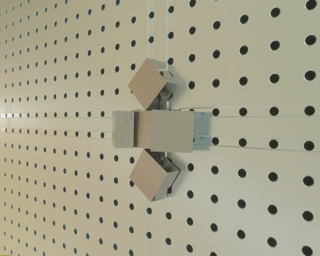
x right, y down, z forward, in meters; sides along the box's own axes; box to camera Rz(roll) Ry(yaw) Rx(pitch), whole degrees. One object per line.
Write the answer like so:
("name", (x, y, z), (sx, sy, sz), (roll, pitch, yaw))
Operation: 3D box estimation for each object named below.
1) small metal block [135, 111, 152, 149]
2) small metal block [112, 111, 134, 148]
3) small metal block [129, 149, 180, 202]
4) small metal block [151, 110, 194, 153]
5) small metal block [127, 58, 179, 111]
("small metal block", (-0.010, 0.002, 0.418), (0.050, 0.025, 0.050), (2, 90, 40))
("small metal block", (-0.053, 0.001, 0.438), (0.050, 0.025, 0.050), (-170, 81, -76))
("small metal block", (-0.009, 0.062, 0.417), (0.050, 0.025, 0.050), (42, 116, 33))
("small metal block", (0.015, 0.004, 0.380), (0.050, 0.025, 0.050), (2, 92, -1))
("small metal block", (-0.010, -0.058, 0.419), (0.050, 0.025, 0.050), (-51, 59, 27))
